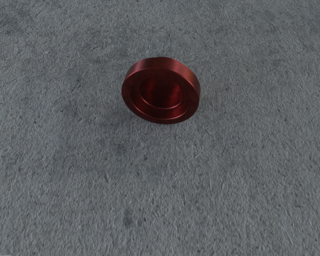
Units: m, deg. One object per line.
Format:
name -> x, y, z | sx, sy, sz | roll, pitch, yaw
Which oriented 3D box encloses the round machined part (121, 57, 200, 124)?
round machined part -> 0.003, -0.052, 0.400 | 0.098, 0.098, 0.042 | 8, 51, 6
